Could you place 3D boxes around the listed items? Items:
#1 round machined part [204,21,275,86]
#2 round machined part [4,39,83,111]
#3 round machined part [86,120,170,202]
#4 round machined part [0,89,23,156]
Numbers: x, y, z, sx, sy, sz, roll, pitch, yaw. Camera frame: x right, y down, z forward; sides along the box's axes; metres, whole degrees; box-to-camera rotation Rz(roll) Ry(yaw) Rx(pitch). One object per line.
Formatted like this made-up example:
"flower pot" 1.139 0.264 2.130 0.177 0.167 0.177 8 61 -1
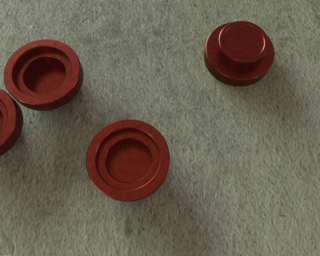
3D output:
"round machined part" 0.114 -0.112 0.442 0.099 0.042 0.098 0 70 -1
"round machined part" -0.153 -0.068 0.422 0.099 0.042 0.098 0 70 -1
"round machined part" -0.038 0.042 0.383 0.099 0.042 0.098 0 70 -1
"round machined part" -0.225 -0.002 0.397 0.099 0.042 0.098 0 70 -1
